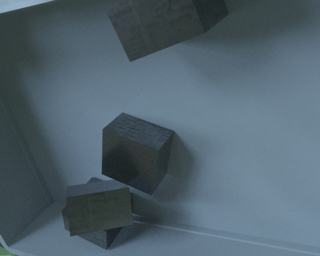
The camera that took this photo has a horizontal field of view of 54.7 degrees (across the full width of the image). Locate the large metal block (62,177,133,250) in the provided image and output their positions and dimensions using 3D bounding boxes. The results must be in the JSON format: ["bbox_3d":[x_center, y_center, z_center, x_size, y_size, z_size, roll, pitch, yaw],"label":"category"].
[{"bbox_3d":[-0.100,0.138,0.510,0.080,0.080,0.050,19,130,17],"label":"large metal block"}]

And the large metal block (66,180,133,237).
[{"bbox_3d":[-0.088,0.108,0.438,0.080,0.081,0.050,178,86,-74],"label":"large metal block"}]

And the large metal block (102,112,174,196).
[{"bbox_3d":[-0.032,0.035,0.431,0.080,0.050,0.079,20,126,16],"label":"large metal block"}]

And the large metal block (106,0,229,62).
[{"bbox_3d":[0.011,-0.111,0.299,0.080,0.080,0.050,-13,112,33],"label":"large metal block"}]
